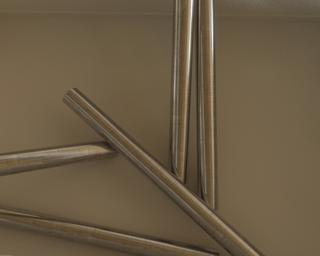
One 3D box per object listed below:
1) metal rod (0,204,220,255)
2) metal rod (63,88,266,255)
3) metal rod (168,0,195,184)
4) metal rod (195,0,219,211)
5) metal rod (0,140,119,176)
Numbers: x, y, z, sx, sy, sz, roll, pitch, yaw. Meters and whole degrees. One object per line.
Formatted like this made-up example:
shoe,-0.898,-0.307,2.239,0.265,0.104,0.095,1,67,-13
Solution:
metal rod,-0.083,0.124,0.363,0.302,0.025,0.025,11,70,3
metal rod,-0.003,0.054,0.367,0.300,0.025,0.025,41,75,12
metal rod,0.027,-0.080,0.374,0.025,0.025,0.298,2,95,0
metal rod,0.056,-0.051,0.380,0.025,0.025,0.298,-1,88,-1
metal rod,-0.187,0.041,0.323,0.303,0.025,0.025,-7,68,-31
